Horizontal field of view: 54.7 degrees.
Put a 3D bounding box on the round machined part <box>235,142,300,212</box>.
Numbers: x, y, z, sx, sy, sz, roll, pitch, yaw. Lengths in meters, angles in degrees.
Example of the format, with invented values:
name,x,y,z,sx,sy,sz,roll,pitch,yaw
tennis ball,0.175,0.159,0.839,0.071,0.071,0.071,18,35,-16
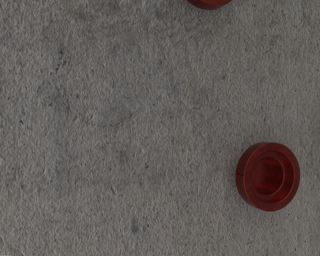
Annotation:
name,x,y,z,sx,sy,sz,roll,pitch,yaw
round machined part,0.152,0.069,0.456,0.099,0.042,0.097,0,90,-20

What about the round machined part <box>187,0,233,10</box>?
name,x,y,z,sx,sy,sz,roll,pitch,yaw
round machined part,0.062,-0.210,0.422,0.099,0.042,0.097,0,90,-20
